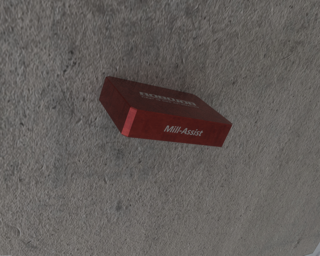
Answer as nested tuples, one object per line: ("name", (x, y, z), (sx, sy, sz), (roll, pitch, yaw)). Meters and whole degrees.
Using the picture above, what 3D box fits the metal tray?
("metal tray", (0.006, -0.018, 0.355), (0.131, 0.090, 0.030), (8, 115, -32))
